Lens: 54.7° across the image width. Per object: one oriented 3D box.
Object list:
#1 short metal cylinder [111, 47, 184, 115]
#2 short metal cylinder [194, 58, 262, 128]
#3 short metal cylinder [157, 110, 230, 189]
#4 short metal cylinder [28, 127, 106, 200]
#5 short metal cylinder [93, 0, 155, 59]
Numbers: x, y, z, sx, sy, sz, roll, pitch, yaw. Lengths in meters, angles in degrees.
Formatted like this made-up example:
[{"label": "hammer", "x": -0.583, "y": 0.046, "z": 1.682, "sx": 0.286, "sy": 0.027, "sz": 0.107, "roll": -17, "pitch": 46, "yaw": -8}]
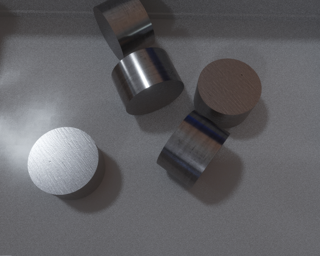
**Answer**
[{"label": "short metal cylinder", "x": -0.016, "y": -0.059, "z": 0.402, "sx": 0.080, "sy": 0.080, "sz": 0.050, "roll": -23, "pitch": 72, "yaw": -8}, {"label": "short metal cylinder", "x": 0.088, "y": -0.045, "z": 0.414, "sx": 0.081, "sy": 0.050, "sz": 0.080, "roll": 0, "pitch": 70, "yaw": 0}, {"label": "short metal cylinder", "x": 0.040, "y": 0.025, "z": 0.372, "sx": 0.050, "sy": 0.080, "sz": 0.080, "roll": 36, "pitch": 74, "yaw": 11}, {"label": "short metal cylinder", "x": -0.111, "y": 0.045, "z": 0.379, "sx": 0.081, "sy": 0.050, "sz": 0.080, "roll": 0, "pitch": 70, "yaw": 0}, {"label": "short metal cylinder", "x": -0.050, "y": -0.141, "z": 0.431, "sx": 0.050, "sy": 0.080, "sz": 0.080, "roll": -32, "pitch": 73, "yaw": -11}]
